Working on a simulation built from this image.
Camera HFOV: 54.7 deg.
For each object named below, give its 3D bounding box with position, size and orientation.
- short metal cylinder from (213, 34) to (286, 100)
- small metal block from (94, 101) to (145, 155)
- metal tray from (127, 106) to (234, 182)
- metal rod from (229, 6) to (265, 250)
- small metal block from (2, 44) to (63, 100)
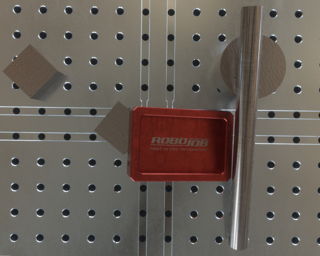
[{"bbox_3d":[0.113,-0.075,0.401,0.081,0.050,0.080,0,90,0],"label":"short metal cylinder"},{"bbox_3d":[-0.050,0.000,0.413,0.050,0.025,0.050,39,90,0],"label":"small metal block"},{"bbox_3d":[0.026,0.021,0.395,0.131,0.030,0.089,2,90,-14],"label":"metal tray"},{"bbox_3d":[0.103,0.012,0.376,0.025,0.025,0.298,-1,105,0],"label":"metal rod"},{"bbox_3d":[-0.168,-0.073,0.412,0.050,0.025,0.050,44,90,0],"label":"small metal block"}]
